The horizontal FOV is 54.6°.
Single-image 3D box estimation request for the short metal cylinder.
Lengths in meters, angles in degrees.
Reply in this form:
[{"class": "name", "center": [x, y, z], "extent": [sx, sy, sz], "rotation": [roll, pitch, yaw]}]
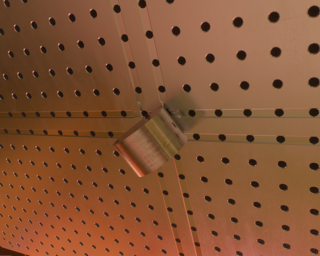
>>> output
[{"class": "short metal cylinder", "center": [-0.012, 0.017, 0.392], "extent": [0.080, 0.080, 0.050], "rotation": [-32, 100, 38]}]
